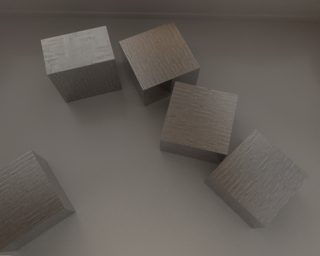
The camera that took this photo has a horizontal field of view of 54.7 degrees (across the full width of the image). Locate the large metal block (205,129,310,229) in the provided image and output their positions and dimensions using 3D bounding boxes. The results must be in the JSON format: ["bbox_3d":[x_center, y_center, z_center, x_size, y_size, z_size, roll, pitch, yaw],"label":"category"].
[{"bbox_3d":[0.114,0.062,0.375,0.080,0.050,0.080,-43,76,-14],"label":"large metal block"}]

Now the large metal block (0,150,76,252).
[{"bbox_3d":[-0.160,0.086,0.363,0.080,0.050,0.080,-33,74,-12],"label":"large metal block"}]

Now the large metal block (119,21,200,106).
[{"bbox_3d":[-0.001,-0.088,0.429,0.080,0.050,0.080,-23,72,-9],"label":"large metal block"}]

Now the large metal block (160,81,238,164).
[{"bbox_3d":[0.049,-0.006,0.399,0.080,0.050,0.080,13,70,4],"label":"large metal block"}]

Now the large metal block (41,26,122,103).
[{"bbox_3d":[-0.099,-0.081,0.409,0.081,0.080,0.050,-15,71,-6],"label":"large metal block"}]
